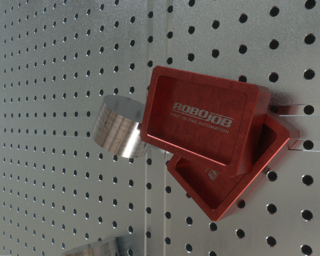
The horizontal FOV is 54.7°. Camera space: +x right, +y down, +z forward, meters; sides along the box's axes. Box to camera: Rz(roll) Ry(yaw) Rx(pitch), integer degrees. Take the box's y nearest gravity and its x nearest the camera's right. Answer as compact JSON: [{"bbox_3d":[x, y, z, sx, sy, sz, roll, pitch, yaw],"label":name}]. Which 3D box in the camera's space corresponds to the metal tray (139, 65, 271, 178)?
[{"bbox_3d":[0.041,-0.012,0.332,0.130,0.030,0.089,20,103,38],"label":"metal tray"}]

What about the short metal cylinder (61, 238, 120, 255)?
[{"bbox_3d":[-0.099,0.199,0.455,0.080,0.081,0.050,-24,75,37],"label":"short metal cylinder"}]

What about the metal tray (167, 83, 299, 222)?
[{"bbox_3d":[0.074,0.027,0.345,0.090,0.030,0.129,47,118,29],"label":"metal tray"}]

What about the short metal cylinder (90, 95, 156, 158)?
[{"bbox_3d":[-0.045,-0.003,0.411,0.080,0.081,0.050,39,114,33],"label":"short metal cylinder"}]
